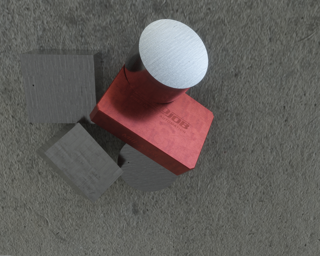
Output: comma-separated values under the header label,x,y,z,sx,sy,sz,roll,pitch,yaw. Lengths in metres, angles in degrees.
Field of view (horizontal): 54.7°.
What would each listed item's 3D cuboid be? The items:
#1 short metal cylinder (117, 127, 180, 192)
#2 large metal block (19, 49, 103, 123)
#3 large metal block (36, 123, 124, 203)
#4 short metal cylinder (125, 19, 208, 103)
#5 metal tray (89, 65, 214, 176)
label,x,y,z,sx,sy,sz,roll,pitch,yaw
short metal cylinder,-0.013,0.037,0.412,0.081,0.050,0.079,0,110,0
large metal block,-0.114,-0.052,0.375,0.081,0.050,0.079,1,110,-1
large metal block,-0.103,0.042,0.389,0.050,0.080,0.080,-46,108,-22
short metal cylinder,0.006,-0.073,0.350,0.081,0.050,0.080,6,74,-22
metal tray,-0.005,-0.014,0.372,0.130,0.090,0.030,34,146,-12
